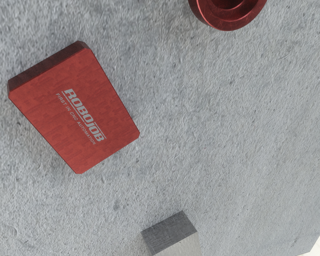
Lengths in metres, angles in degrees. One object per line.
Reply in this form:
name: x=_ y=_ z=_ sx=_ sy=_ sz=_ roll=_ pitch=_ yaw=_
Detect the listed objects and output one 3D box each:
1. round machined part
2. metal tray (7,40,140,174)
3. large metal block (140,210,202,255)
round machined part: x=0.071 y=-0.160 z=0.337 sx=0.099 sy=0.042 sz=0.097 roll=-14 pitch=125 yaw=-21
metal tray: x=-0.089 y=-0.018 z=0.345 sx=0.090 sy=0.030 sz=0.130 roll=-33 pitch=129 yaw=-7
large metal block: x=0.021 y=0.201 z=0.529 sx=0.081 sy=0.050 sz=0.080 roll=-24 pitch=127 yaw=-15
